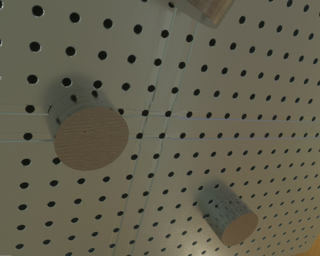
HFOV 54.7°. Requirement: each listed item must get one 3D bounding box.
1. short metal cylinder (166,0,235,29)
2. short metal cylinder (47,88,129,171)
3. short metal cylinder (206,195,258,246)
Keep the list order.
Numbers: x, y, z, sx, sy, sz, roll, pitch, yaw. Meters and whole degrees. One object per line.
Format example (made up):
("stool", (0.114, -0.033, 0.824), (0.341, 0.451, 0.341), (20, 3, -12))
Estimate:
("short metal cylinder", (0.038, -0.143, 0.309), (0.080, 0.080, 0.050), (24, 106, -37))
("short metal cylinder", (-0.082, 0.001, 0.352), (0.081, 0.050, 0.079), (-14, 125, -21))
("short metal cylinder", (0.135, 0.173, 0.578), (0.081, 0.050, 0.079), (-14, 125, -21))
